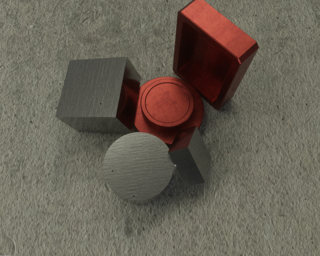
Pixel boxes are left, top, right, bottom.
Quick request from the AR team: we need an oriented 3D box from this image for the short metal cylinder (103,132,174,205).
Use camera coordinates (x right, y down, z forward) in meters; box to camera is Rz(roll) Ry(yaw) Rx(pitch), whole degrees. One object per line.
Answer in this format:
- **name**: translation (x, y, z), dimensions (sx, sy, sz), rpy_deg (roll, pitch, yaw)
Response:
- **short metal cylinder**: translation (-0.025, 0.051, 0.378), dimensions (0.081, 0.050, 0.080), rpy_deg (0, 70, 0)

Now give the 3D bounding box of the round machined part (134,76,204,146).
- **round machined part**: translation (0.009, -0.026, 0.411), dimensions (0.099, 0.042, 0.098), rpy_deg (0, 70, -1)

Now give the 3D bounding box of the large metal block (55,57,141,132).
- **large metal block**: translation (-0.076, -0.041, 0.397), dimensions (0.080, 0.050, 0.080), rpy_deg (1, 69, 18)

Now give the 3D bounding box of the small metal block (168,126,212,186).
- **small metal block**: translation (0.037, 0.033, 0.373), dimensions (0.025, 0.050, 0.050), rpy_deg (-17, 112, 26)

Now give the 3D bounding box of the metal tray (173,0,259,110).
- **metal tray**: translation (0.060, -0.084, 0.384), dimensions (0.030, 0.130, 0.090), rpy_deg (-43, 76, -14)
